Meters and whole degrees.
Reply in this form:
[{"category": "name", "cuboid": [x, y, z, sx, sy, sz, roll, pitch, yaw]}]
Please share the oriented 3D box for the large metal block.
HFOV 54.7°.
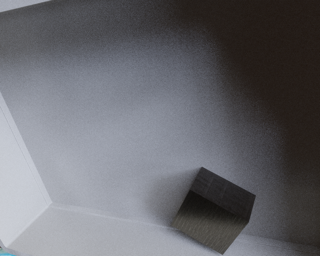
[{"category": "large metal block", "cuboid": [0.072, 0.113, 0.424, 0.080, 0.050, 0.079, 28, 128, 10]}]
